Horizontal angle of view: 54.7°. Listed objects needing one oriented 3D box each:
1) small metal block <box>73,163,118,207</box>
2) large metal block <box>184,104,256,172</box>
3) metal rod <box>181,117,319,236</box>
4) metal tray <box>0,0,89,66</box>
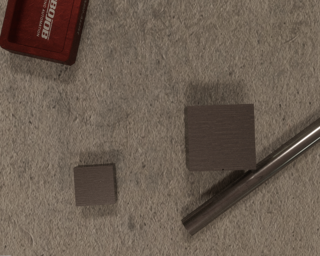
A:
[{"bbox_3d":[-0.084,0.074,0.409,0.050,0.025,0.050,-4,90,-1],"label":"small metal block"},{"bbox_3d":[0.075,0.012,0.399,0.081,0.050,0.079,-2,90,-1],"label":"large metal block"},{"bbox_3d":[0.157,0.043,0.412,0.301,0.025,0.025,-36,90,-1],"label":"metal rod"},{"bbox_3d":[-0.146,-0.156,0.405,0.091,0.030,0.129,12,90,-1],"label":"metal tray"}]
